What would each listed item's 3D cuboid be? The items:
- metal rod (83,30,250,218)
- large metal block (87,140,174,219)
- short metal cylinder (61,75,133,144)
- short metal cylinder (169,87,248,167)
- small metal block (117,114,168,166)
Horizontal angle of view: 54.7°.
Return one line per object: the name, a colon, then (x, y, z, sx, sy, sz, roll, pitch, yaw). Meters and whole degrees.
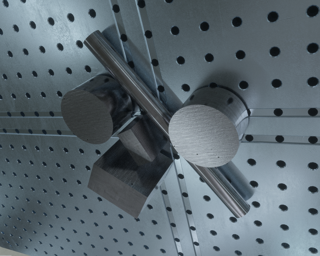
metal rod: (0.013, 0.000, 0.399, 0.300, 0.025, 0.025, 49, 129, -7)
large metal block: (-0.040, 0.063, 0.430, 0.080, 0.080, 0.050, 30, 129, 9)
short metal cylinder: (-0.085, -0.025, 0.419, 0.080, 0.050, 0.079, 13, 124, 21)
short metal cylinder: (0.057, -0.001, 0.359, 0.080, 0.050, 0.079, 13, 124, 21)
small metal block: (-0.021, 0.013, 0.409, 0.025, 0.050, 0.050, -23, 106, 36)
